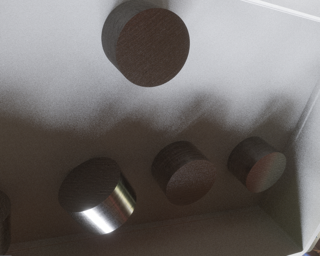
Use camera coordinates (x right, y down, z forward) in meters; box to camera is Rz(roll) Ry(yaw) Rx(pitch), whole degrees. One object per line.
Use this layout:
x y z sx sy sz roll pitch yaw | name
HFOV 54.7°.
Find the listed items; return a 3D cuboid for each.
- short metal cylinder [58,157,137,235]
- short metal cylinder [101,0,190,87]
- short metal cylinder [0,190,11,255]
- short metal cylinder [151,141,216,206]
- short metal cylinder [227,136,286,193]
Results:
-0.076 0.082 0.382 0.080 0.080 0.050 -31 129 -8 | short metal cylinder
-0.016 -0.090 0.328 0.081 0.050 0.079 -14 124 -21 | short metal cylinder
-0.202 0.106 0.328 0.081 0.080 0.050 -2 119 -28 | short metal cylinder
0.034 0.065 0.451 0.081 0.050 0.079 -14 124 -21 | short metal cylinder
0.161 0.061 0.518 0.081 0.050 0.079 -14 124 -21 | short metal cylinder
